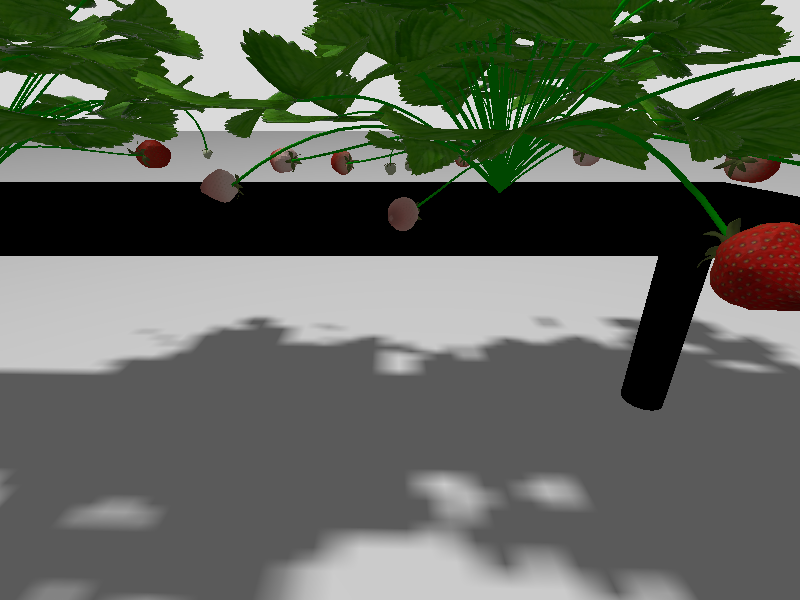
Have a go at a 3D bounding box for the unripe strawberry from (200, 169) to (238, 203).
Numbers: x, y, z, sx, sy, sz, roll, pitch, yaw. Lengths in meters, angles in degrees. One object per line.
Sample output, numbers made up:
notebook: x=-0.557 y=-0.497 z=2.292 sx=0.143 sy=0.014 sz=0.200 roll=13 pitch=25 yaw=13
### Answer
unripe strawberry: x=-0.136 y=-0.085 z=0.300 sx=0.025 sy=0.024 sz=0.023 roll=-6 pitch=25 yaw=-9

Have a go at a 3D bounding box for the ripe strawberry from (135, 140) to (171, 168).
ripe strawberry: x=-0.304 y=-0.182 z=0.497 sx=0.039 sy=0.033 sz=0.039 roll=8 pitch=25 yaw=17

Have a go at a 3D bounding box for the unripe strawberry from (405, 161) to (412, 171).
unripe strawberry: x=0.013 y=-0.158 z=0.472 sx=0.015 sy=0.014 sz=0.014 roll=-12 pitch=-19 yaw=-24

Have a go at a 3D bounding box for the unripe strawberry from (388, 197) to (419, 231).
unripe strawberry: x=0.000 y=-0.047 z=0.222 sx=0.018 sy=0.019 sz=0.019 roll=15 pitch=29 yaw=30

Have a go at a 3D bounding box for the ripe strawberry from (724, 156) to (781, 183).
ripe strawberry: x=0.337 y=-0.131 z=0.380 sx=0.043 sy=0.037 sz=0.043 roll=5 pitch=23 yaw=-14

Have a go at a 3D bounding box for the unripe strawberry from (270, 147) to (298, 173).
unripe strawberry: x=-0.134 y=-0.160 z=0.458 sx=0.032 sy=0.027 sz=0.032 roll=13 pitch=28 yaw=29

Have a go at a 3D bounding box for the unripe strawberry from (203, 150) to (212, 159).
unripe strawberry: x=-0.247 y=-0.187 z=0.514 sx=0.011 sy=0.011 sz=0.010 roll=14 pitch=28 yaw=28

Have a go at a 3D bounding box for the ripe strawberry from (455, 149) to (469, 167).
ripe strawberry: x=0.083 y=-0.190 z=0.530 sx=0.025 sy=0.026 sz=0.027 roll=0 pitch=24 yaw=0

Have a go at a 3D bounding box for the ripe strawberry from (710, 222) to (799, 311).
ripe strawberry: x=0.117 y=-0.009 z=0.126 sx=0.028 sy=0.029 sz=0.030 roll=-3 pitch=34 yaw=-7

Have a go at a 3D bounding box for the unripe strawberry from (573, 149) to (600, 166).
unripe strawberry: x=0.239 y=-0.185 z=0.510 sx=0.034 sy=0.031 sz=0.031 roll=18 pitch=7 yaw=35

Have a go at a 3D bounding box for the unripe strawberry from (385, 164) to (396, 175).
unripe strawberry: x=-0.010 y=-0.133 z=0.409 sx=0.011 sy=0.011 sz=0.011 roll=19 pitch=30 yaw=35

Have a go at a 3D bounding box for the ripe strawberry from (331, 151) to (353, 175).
ripe strawberry: x=-0.068 y=-0.156 z=0.456 sx=0.027 sy=0.027 sz=0.025 roll=19 pitch=30 yaw=37
